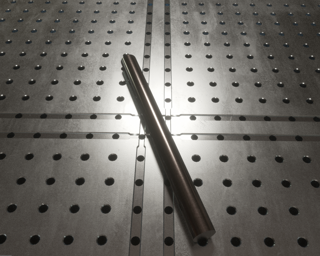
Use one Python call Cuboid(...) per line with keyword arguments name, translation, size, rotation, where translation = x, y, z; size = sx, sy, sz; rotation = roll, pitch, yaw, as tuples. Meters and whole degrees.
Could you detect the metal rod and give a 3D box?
Cuboid(name="metal rod", translation=(-0.003, 0.001, 0.406), size=(0.025, 0.025, 0.299), rotation=(-14, 52, -12))
